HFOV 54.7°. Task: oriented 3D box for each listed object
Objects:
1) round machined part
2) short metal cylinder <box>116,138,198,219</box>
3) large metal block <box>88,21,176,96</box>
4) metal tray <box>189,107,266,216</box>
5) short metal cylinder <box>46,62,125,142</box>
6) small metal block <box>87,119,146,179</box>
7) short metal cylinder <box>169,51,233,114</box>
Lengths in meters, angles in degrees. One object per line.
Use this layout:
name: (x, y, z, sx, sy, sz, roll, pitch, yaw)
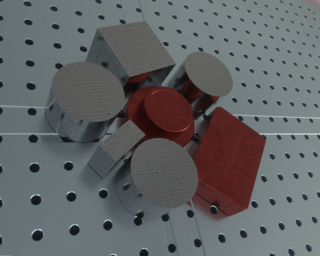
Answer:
round machined part: (0.003, -0.016, 0.407, 0.099, 0.042, 0.098, 14, 56, -21)
short metal cylinder: (-0.004, 0.058, 0.353, 0.081, 0.050, 0.080, 14, 56, -21)
large metal block: (-0.039, -0.096, 0.430, 0.081, 0.050, 0.080, -24, 75, -36)
metal tray: (0.090, 0.041, 0.426, 0.090, 0.030, 0.130, 35, 51, -5)
short metal cylinder: (-0.088, -0.030, 0.362, 0.081, 0.050, 0.080, 14, 56, -21)
small metal block: (-0.049, 0.024, 0.350, 0.025, 0.050, 0.050, 45, 51, 2)
short metal cylinder: (0.061, -0.067, 0.465, 0.081, 0.050, 0.080, 14, 56, -21)
